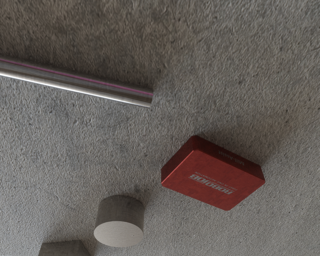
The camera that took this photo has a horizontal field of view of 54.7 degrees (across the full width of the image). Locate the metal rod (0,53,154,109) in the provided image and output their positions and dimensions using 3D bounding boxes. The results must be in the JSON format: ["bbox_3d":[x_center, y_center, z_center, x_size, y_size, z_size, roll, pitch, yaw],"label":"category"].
[{"bbox_3d":[-0.156,-0.066,0.349,0.302,0.025,0.025,12,129,-10],"label":"metal rod"}]

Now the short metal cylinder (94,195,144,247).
[{"bbox_3d":[-0.068,0.159,0.525,0.081,0.050,0.079,0,130,0],"label":"short metal cylinder"}]

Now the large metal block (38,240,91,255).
[{"bbox_3d":[-0.189,0.271,0.620,0.080,0.050,0.080,-8,130,6],"label":"large metal block"}]

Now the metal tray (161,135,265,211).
[{"bbox_3d":[0.078,0.072,0.466,0.131,0.030,0.090,25,126,-20],"label":"metal tray"}]
